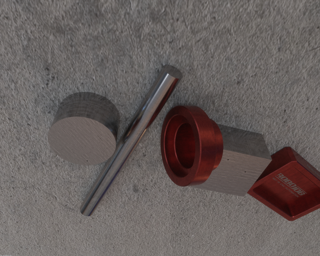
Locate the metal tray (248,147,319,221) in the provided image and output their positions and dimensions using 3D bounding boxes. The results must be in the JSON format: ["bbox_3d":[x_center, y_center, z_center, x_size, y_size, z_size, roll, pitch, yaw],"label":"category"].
[{"bbox_3d":[0.203,0.092,0.485,0.130,0.030,0.090,34,122,-26],"label":"metal tray"}]

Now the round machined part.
[{"bbox_3d":[0.041,0.021,0.382,0.042,0.098,0.097,-1,133,-26],"label":"round machined part"}]

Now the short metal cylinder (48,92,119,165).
[{"bbox_3d":[-0.094,0.001,0.391,0.081,0.050,0.079,0,130,0],"label":"short metal cylinder"}]

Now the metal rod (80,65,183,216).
[{"bbox_3d":[-0.054,0.037,0.437,0.025,0.025,0.298,21,127,-18],"label":"metal rod"}]

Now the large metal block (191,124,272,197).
[{"bbox_3d":[0.093,0.045,0.431,0.081,0.050,0.079,13,129,-11],"label":"large metal block"}]
